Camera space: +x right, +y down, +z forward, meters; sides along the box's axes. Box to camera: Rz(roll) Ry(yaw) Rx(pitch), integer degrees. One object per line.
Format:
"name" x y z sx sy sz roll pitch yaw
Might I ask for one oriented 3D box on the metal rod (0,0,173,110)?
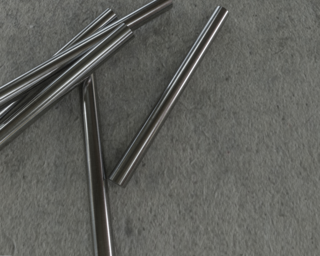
"metal rod" -0.102 -0.111 0.430 0.301 0.025 0.025 -37 74 -19

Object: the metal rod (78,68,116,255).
"metal rod" -0.080 0.052 0.387 0.025 0.025 0.299 -9 70 -4

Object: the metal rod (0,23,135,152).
"metal rod" -0.153 -0.031 0.398 0.301 0.025 0.025 -42 76 -7

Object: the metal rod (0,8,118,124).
"metal rod" -0.171 -0.065 0.429 0.025 0.025 0.301 39 74 12

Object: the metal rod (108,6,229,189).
"metal rod" 0.020 -0.054 0.428 0.025 0.025 0.300 28 72 9
